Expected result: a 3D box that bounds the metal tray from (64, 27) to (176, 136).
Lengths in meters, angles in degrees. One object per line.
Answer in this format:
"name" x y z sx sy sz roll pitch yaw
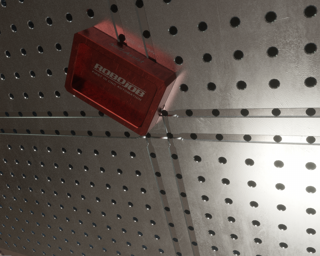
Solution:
"metal tray" -0.055 -0.058 0.399 0.130 0.030 0.089 31 128 7
